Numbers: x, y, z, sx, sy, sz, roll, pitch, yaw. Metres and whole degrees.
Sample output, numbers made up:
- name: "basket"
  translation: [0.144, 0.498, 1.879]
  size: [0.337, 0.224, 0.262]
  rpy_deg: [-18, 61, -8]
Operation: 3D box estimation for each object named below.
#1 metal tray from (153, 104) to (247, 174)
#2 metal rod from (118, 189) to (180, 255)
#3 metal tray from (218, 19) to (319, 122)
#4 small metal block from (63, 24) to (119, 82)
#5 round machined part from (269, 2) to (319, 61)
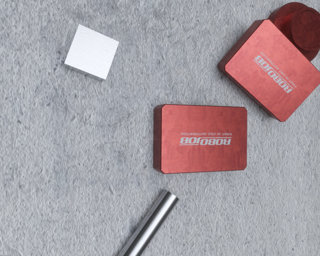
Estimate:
- name: "metal tray"
  translation: [0.057, 0.014, 0.429]
  size: [0.131, 0.030, 0.089]
  rpy_deg: [0, 90, -21]
- name: "metal rod"
  translation: [-0.071, 0.207, 0.383]
  size: [0.025, 0.025, 0.300]
  rpy_deg: [40, 77, -16]
- name: "metal tray"
  translation: [0.162, -0.082, 0.453]
  size: [0.130, 0.030, 0.090]
  rpy_deg: [38, 97, -17]
- name: "small metal block"
  translation: [-0.084, -0.090, 0.378]
  size: [0.050, 0.025, 0.050]
  rpy_deg: [20, 83, -19]
- name: "round machined part"
  translation: [0.216, -0.148, 0.482]
  size: [0.099, 0.042, 0.097]
  rpy_deg: [0, 90, -21]
